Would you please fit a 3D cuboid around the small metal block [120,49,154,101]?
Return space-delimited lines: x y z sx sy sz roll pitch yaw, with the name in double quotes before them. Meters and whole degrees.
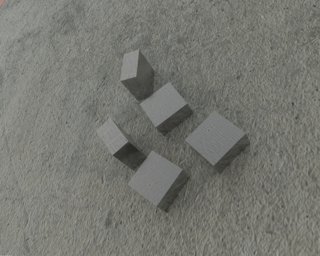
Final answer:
"small metal block" -0.031 -0.076 0.451 0.025 0.050 0.050 -11 57 22

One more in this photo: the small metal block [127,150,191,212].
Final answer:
"small metal block" -0.001 0.062 0.366 0.050 0.025 0.050 29 77 37

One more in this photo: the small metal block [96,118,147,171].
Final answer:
"small metal block" -0.049 0.021 0.401 0.025 0.050 0.050 -42 51 0

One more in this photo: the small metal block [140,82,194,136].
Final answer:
"small metal block" 0.009 -0.026 0.415 0.050 0.025 0.050 -37 51 3

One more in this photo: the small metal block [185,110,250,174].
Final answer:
"small metal block" 0.066 0.016 0.359 0.050 0.025 0.050 -45 51 -3
